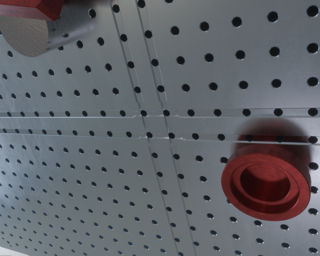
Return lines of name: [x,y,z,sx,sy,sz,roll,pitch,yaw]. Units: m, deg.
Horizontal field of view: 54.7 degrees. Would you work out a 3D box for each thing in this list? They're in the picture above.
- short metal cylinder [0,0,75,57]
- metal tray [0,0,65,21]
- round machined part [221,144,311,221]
short metal cylinder: [-0.157,-0.136,0.393,0.080,0.050,0.079,13,124,20]
metal tray: [-0.165,-0.176,0.353,0.130,0.030,0.090,13,85,20]
round machined part: [0.127,0.060,0.371,0.098,0.042,0.097,13,124,21]
